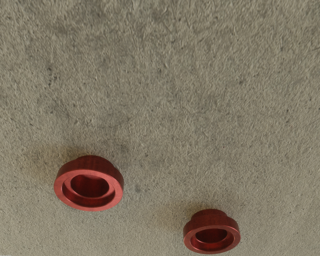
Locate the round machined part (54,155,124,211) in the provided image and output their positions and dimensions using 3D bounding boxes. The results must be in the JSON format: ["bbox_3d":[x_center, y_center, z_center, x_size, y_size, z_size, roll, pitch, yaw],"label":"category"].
[{"bbox_3d":[-0.103,0.078,0.462,0.099,0.042,0.097,0,130,0],"label":"round machined part"}]

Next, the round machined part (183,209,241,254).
[{"bbox_3d":[0.090,0.181,0.551,0.099,0.042,0.097,0,130,0],"label":"round machined part"}]
